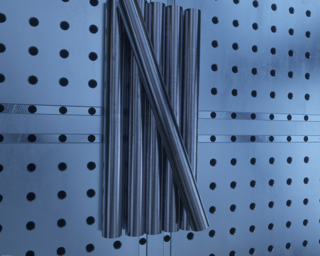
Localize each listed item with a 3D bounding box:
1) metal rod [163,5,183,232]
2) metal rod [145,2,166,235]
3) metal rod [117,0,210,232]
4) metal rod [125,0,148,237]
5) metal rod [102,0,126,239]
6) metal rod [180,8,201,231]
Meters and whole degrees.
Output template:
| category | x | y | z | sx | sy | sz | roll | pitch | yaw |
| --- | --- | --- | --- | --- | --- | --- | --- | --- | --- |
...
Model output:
| category | x | y | z | sx | sy | sz | roll | pitch | yaw |
| --- | --- | --- | --- | --- | --- | --- | --- | --- | --- |
| metal rod | 0.016 | -0.012 | 0.419 | 0.025 | 0.025 | 0.298 | 1 | 90 | -20 |
| metal rod | -0.007 | -0.013 | 0.409 | 0.025 | 0.025 | 0.298 | 1 | 90 | -20 |
| metal rod | 0.007 | -0.012 | 0.388 | 0.025 | 0.025 | 0.299 | -20 | 97 | -19 |
| metal rod | -0.030 | -0.013 | 0.400 | 0.025 | 0.025 | 0.298 | 1 | 90 | -20 |
| metal rod | -0.058 | -0.015 | 0.390 | 0.025 | 0.025 | 0.298 | 1 | 90 | -20 |
| metal rod | 0.041 | -0.012 | 0.428 | 0.025 | 0.025 | 0.298 | 1 | 90 | -20 |
